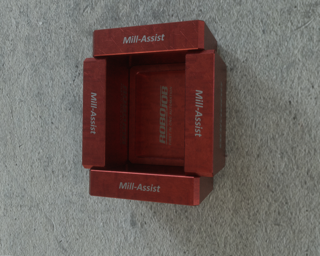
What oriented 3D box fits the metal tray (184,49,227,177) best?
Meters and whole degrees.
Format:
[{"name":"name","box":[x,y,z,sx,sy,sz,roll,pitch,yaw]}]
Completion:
[{"name":"metal tray","box":[0.055,-0.015,0.355,0.030,0.090,0.129,1,90,20]}]

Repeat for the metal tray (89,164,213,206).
[{"name":"metal tray","box":[-0.007,0.063,0.377,0.130,0.090,0.030,1,91,19]}]

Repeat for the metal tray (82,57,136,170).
[{"name":"metal tray","box":[-0.060,-0.017,0.395,0.030,0.090,0.129,1,90,20]}]

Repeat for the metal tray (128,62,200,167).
[{"name":"metal tray","box":[0.007,-0.017,0.404,0.090,0.030,0.129,1,90,19]}]

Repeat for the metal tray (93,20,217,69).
[{"name":"metal tray","box":[-0.003,-0.096,0.375,0.130,0.090,0.030,1,91,19]}]
